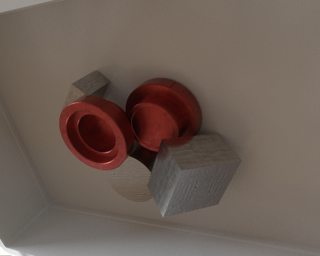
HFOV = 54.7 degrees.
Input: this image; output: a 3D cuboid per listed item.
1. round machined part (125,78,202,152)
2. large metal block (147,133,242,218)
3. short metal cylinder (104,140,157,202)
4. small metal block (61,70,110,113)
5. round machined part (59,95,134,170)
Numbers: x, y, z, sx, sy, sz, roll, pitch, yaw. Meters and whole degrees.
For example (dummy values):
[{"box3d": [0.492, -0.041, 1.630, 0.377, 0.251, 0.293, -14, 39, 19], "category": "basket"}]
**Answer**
[{"box3d": [-0.001, -0.009, 0.387, 0.098, 0.042, 0.097, 13, 124, 20], "category": "round machined part"}, {"box3d": [0.039, 0.056, 0.375, 0.050, 0.081, 0.079, 57, 142, 42], "category": "large metal block"}, {"box3d": [-0.031, 0.058, 0.441, 0.080, 0.050, 0.079, 13, 124, 20], "category": "short metal cylinder"}, {"box3d": [-0.099, -0.043, 0.414, 0.025, 0.050, 0.050, 38, 129, 2], "category": "small metal block"}, {"box3d": [-0.076, 0.003, 0.398, 0.098, 0.042, 0.097, 13, 124, 20], "category": "round machined part"}]
